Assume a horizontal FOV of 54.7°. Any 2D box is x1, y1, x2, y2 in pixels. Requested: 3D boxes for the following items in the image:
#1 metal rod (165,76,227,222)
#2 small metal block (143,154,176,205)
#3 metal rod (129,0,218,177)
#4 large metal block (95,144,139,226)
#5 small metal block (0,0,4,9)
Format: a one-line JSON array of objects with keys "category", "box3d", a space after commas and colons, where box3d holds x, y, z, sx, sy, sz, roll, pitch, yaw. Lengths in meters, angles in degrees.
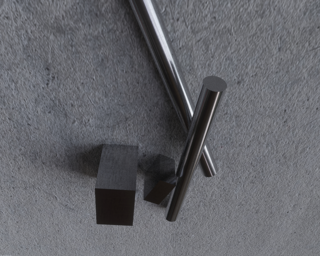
[{"category": "metal rod", "box3d": [0.038, 0.053, 0.426, 0.025, 0.025, 0.298, 5, 138, -5]}, {"category": "small metal block", "box3d": [-0.001, 0.076, 0.455, 0.025, 0.050, 0.050, 23, 126, -18]}, {"category": "metal rod", "box3d": [0.022, -0.043, 0.370, 0.025, 0.025, 0.299, -16, 129, 13]}, {"category": "large metal block", "box3d": [-0.060, 0.080, 0.439, 0.050, 0.080, 0.079, 4, 130, -4]}, {"category": "small metal block", "box3d": [-0.184, -0.125, 0.298, 0.050, 0.025, 0.050, 28, 124, -23]}]
